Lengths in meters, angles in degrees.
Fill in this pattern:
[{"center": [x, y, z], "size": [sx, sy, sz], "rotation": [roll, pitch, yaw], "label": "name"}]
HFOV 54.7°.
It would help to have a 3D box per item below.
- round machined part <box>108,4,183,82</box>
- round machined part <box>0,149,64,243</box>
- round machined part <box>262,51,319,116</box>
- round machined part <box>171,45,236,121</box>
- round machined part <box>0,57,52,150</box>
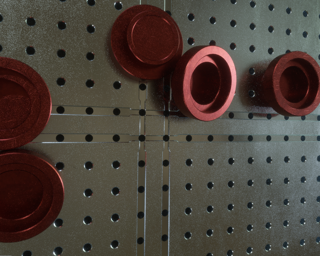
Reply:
[{"center": [-0.014, -0.111, 0.399], "size": [0.099, 0.042, 0.097], "rotation": [0, 90, -21], "label": "round machined part"}, {"center": [-0.159, 0.070, 0.341], "size": [0.099, 0.042, 0.097], "rotation": [-4, 100, -22], "label": "round machined part"}, {"center": [0.200, -0.066, 0.479], "size": [0.099, 0.042, 0.097], "rotation": [0, 90, -21], "label": "round machined part"}, {"center": [0.054, -0.060, 0.414], "size": [0.099, 0.042, 0.097], "rotation": [-10, 107, -36], "label": "round machined part"}, {"center": [-0.172, -0.025, 0.340], "size": [0.099, 0.042, 0.097], "rotation": [0, 90, -21], "label": "round machined part"}]
